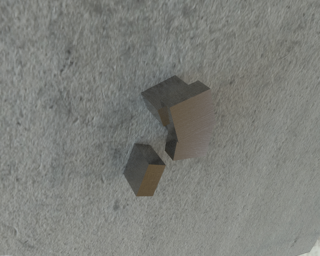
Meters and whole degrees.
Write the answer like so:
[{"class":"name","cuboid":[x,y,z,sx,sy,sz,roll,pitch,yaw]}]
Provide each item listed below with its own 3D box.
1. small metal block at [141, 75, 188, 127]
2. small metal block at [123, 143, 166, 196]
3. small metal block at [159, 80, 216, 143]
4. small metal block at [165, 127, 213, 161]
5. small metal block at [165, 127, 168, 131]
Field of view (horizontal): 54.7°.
[{"class":"small metal block","cuboid":[0.012,-0.034,0.377,0.050,0.050,0.025,-29,129,-10]},{"class":"small metal block","cuboid":[-0.022,0.056,0.415,0.025,0.050,0.050,8,115,-32]},{"class":"small metal block","cuboid":[0.032,-0.018,0.350,0.050,0.025,0.050,-26,128,-13]},{"class":"small metal block","cuboid":[0.038,0.012,0.404,0.050,0.025,0.050,-5,121,-26]},{"class":"small metal block","cuboid":[0.037,-0.004,0.427,0.050,0.025,0.050,-39,130,-2]}]
